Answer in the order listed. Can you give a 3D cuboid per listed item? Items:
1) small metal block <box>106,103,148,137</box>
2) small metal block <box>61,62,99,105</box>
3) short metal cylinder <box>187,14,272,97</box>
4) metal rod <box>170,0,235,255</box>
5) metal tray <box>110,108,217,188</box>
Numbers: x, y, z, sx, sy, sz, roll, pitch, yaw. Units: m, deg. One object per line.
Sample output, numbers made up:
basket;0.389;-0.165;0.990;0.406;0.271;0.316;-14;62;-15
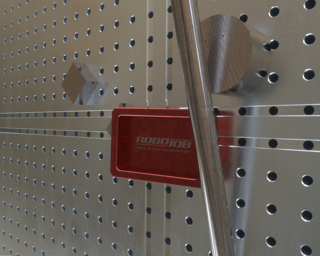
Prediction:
small metal block;-0.045;-0.001;0.447;0.050;0.025;0.050;47;118;30
small metal block;-0.135;-0.074;0.521;0.050;0.025;0.050;52;120;27
short metal cylinder;0.072;-0.075;0.334;0.080;0.050;0.080;0;90;40
metal rod;0.047;0.012;0.321;0.025;0.025;0.298;-1;105;40
metal tray;0.002;0.021;0.385;0.130;0.030;0.089;3;92;26
